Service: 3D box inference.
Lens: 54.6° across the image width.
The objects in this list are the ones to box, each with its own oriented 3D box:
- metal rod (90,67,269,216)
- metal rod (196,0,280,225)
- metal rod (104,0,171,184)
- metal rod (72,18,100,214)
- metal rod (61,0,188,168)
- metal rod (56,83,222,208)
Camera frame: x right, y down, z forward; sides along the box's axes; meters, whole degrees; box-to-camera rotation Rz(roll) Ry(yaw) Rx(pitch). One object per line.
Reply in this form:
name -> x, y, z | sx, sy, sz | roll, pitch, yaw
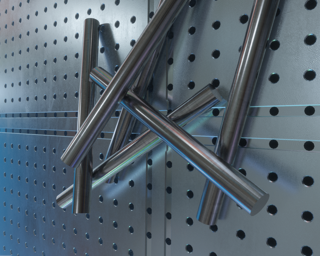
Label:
metal rod -> -0.002, -0.006, 0.367 | 0.300, 0.025, 0.025 | 39, 114, 39
metal rod -> 0.088, -0.035, 0.337 | 0.025, 0.025, 0.298 | 21, 103, 38
metal rod -> -0.031, -0.054, 0.435 | 0.025, 0.025, 0.298 | 34, 111, 35
metal rod -> -0.108, -0.028, 0.461 | 0.025, 0.025, 0.299 | -15, 68, 39
metal rod -> -0.032, -0.079, 0.383 | 0.025, 0.025, 0.299 | 38, 96, 33
metal rod -> -0.045, 0.037, 0.424 | 0.299, 0.025, 0.025 | -36, 68, 26
